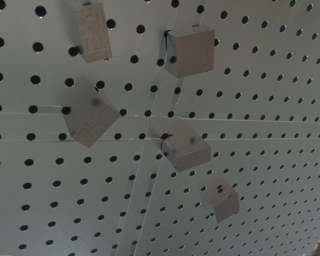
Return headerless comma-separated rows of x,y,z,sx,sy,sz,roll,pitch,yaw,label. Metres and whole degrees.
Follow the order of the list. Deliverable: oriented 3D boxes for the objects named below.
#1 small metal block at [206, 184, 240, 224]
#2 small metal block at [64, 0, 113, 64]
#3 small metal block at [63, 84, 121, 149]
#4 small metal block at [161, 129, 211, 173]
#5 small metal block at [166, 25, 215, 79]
0.114,0.137,0.557,0.050,0.025,0.050,-26,128,-12,small metal block
-0.069,-0.096,0.297,0.025,0.050,0.050,-19,126,-18,small metal block
-0.077,-0.014,0.344,0.050,0.050,0.025,-46,129,4,small metal block
0.036,0.030,0.433,0.050,0.050,0.025,-17,125,-19,small metal block
0.037,-0.092,0.374,0.050,0.025,0.050,-17,125,-19,small metal block
